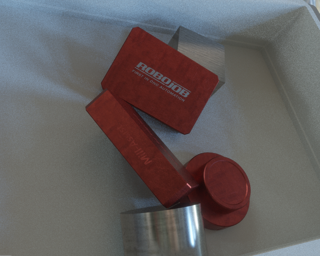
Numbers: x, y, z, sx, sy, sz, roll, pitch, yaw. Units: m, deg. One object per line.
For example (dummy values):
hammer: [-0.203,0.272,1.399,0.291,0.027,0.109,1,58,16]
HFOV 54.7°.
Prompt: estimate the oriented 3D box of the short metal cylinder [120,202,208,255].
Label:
short metal cylinder: [0.004,0.104,0.304,0.081,0.080,0.050,-1,78,-29]

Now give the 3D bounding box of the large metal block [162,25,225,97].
large metal block: [0.052,-0.100,0.481,0.081,0.050,0.080,19,54,-18]

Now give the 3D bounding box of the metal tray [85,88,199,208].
metal tray: [-0.015,0.022,0.335,0.030,0.090,0.130,-42,75,3]

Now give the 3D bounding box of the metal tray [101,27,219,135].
metal tray: [0.000,-0.060,0.410,0.131,0.030,0.090,29,88,-10]

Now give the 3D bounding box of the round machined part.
round machined part: [0.074,0.075,0.391,0.099,0.042,0.098,14,56,-21]
